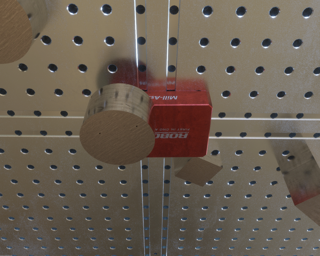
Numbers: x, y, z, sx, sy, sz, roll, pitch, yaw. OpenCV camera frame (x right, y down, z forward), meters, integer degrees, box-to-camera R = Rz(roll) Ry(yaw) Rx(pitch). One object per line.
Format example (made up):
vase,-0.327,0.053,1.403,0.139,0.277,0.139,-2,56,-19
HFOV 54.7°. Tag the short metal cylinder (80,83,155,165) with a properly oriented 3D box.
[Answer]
short metal cylinder,-0.046,-0.003,0.352,0.081,0.050,0.079,0,130,0

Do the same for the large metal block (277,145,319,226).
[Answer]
large metal block,0.226,0.086,0.451,0.050,0.080,0.080,-37,121,27

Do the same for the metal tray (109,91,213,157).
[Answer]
metal tray,-0.002,-0.003,0.406,0.131,0.030,0.089,0,130,0

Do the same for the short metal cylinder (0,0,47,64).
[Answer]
short metal cylinder,-0.158,-0.110,0.300,0.081,0.050,0.079,0,130,0

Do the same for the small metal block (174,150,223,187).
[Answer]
small metal block,0.056,0.056,0.460,0.050,0.025,0.050,24,126,-19
